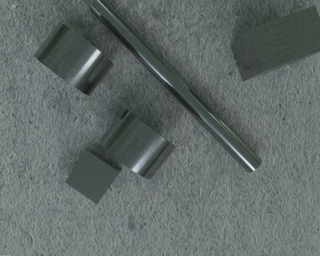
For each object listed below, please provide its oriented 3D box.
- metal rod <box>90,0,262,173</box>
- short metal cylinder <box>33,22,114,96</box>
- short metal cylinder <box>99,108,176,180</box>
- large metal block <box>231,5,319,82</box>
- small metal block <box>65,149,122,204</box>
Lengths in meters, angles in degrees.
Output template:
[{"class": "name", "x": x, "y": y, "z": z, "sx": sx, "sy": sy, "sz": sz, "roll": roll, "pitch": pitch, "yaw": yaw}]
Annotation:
[{"class": "metal rod", "x": 0.021, "y": -0.056, "z": 0.410, "sx": 0.025, "sy": 0.025, "sz": 0.300, "roll": -44, "pitch": 91, "yaw": 0}, {"class": "short metal cylinder", "x": -0.105, "y": -0.083, "z": 0.381, "sx": 0.080, "sy": 0.080, "sz": 0.050, "roll": 37, "pitch": 90, "yaw": -1}, {"class": "short metal cylinder", "x": -0.027, "y": 0.019, "z": 0.382, "sx": 0.080, "sy": 0.080, "sz": 0.050, "roll": 38, "pitch": 90, "yaw": -1}, {"class": "large metal block", "x": 0.144, "y": -0.100, "z": 0.384, "sx": 0.080, "sy": 0.080, "sz": 0.050, "roll": -20, "pitch": 90, "yaw": 0}, {"class": "small metal block", "x": -0.087, "y": 0.063, "z": 0.409, "sx": 0.050, "sy": 0.025, "sz": 0.050, "roll": 35, "pitch": 90, "yaw": -1}]
